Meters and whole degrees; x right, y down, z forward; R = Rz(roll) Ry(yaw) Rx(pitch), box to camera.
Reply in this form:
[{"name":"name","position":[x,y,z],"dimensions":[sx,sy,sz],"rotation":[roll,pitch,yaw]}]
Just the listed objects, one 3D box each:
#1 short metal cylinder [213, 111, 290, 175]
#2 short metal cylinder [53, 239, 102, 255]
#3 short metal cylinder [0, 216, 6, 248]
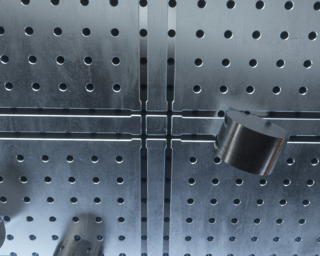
[{"name":"short metal cylinder","position":[0.114,0.017,0.391],"dimensions":[0.080,0.080,0.050],"rotation":[16,109,-6]},{"name":"short metal cylinder","position":[-0.133,0.221,0.480],"dimensions":[0.081,0.050,0.079],"rotation":[0,110,0]},{"name":"short metal cylinder","position":[-0.271,0.153,0.438],"dimensions":[0.050,0.080,0.080],"rotation":[-35,107,12]}]
